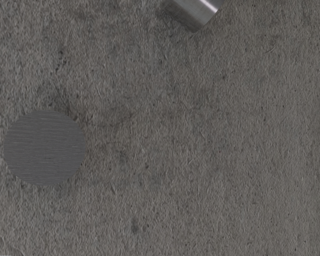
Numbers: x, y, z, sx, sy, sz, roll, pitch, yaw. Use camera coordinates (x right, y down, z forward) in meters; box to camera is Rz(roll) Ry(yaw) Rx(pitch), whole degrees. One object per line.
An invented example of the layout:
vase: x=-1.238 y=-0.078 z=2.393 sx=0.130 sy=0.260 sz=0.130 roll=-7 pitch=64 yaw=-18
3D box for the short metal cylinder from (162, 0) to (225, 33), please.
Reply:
short metal cylinder: x=0.046 y=-0.170 z=0.396 sx=0.050 sy=0.080 sz=0.080 roll=33 pitch=79 yaw=-17

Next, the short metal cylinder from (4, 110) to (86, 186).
short metal cylinder: x=-0.128 y=0.021 z=0.349 sx=0.081 sy=0.050 sz=0.080 roll=0 pitch=90 yaw=-20
